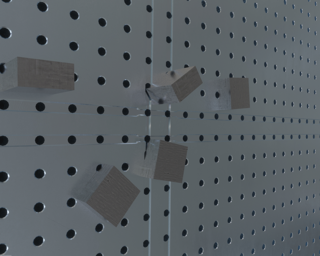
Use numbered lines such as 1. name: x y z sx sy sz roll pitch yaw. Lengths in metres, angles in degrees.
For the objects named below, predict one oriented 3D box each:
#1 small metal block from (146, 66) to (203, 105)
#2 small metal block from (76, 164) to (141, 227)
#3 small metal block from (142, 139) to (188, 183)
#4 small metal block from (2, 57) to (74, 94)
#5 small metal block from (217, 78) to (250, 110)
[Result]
1. small metal block: 0.019 -0.056 0.407 0.050 0.050 0.025 -41 115 -32
2. small metal block: -0.059 0.077 0.359 0.050 0.025 0.050 50 61 -28
3. small metal block: 0.007 0.044 0.414 0.050 0.025 0.050 16 80 -39
4. small metal block: -0.116 -0.048 0.295 0.050 0.050 0.025 -1 91 -40
5. small metal block: 0.121 -0.056 0.509 0.050 0.025 0.050 -7 95 -40
